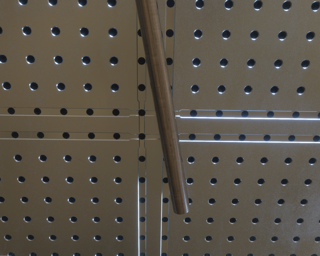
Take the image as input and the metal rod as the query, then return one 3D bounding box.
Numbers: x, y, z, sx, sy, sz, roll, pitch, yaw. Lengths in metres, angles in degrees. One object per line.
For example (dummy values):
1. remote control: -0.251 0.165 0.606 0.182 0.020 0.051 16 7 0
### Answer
1. metal rod: 0.007 -0.018 0.407 0.025 0.025 0.298 -9 110 3
